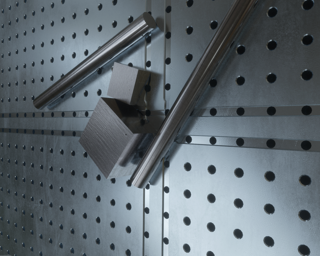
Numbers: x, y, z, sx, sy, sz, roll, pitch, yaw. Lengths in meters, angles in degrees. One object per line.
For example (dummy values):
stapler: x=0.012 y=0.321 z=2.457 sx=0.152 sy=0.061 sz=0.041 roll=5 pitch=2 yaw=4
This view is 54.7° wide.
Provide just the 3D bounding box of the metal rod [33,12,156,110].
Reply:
metal rod: x=-0.123 y=-0.096 z=0.508 sx=0.299 sy=0.025 sz=0.025 roll=-24 pitch=75 yaw=37

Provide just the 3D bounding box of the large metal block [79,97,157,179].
large metal block: x=-0.061 y=0.013 z=0.441 sx=0.080 sy=0.050 sz=0.080 roll=46 pitch=117 yaw=30

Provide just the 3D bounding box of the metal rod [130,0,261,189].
metal rod: x=0.039 y=-0.044 z=0.375 sx=0.025 sy=0.025 sz=0.298 roll=44 pitch=116 yaw=30

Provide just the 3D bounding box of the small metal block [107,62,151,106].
small metal block: x=-0.046 y=-0.063 z=0.445 sx=0.050 sy=0.025 sz=0.050 roll=24 pitch=105 yaw=37
